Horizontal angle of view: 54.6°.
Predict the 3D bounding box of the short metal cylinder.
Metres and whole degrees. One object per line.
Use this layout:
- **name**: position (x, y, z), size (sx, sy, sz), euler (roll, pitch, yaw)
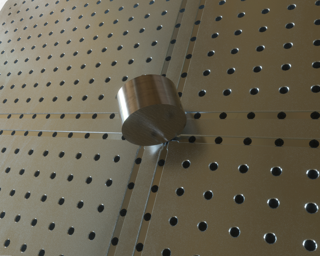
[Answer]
- **short metal cylinder**: position (-0.012, -0.021, 0.392), size (0.080, 0.080, 0.050), euler (-25, 52, 13)
